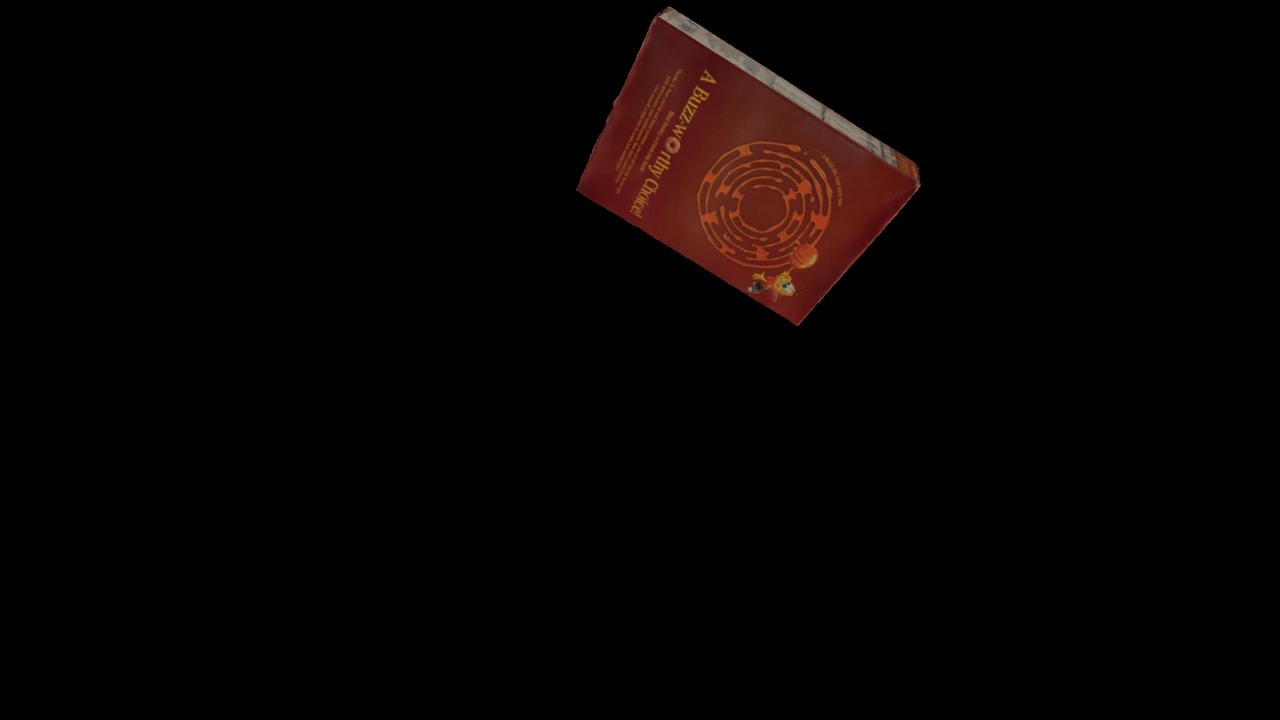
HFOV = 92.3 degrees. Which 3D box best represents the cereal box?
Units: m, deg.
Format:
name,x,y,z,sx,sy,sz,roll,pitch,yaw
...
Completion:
name,x,y,z,sx,sy,sz,roll,pitch,yaw
cereal box,0.108,-0.196,0.665,0.306,0.203,0.081,30,39,-4
